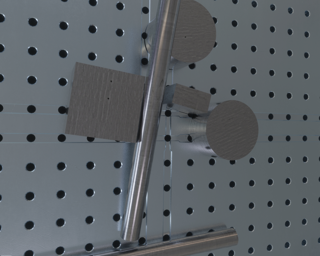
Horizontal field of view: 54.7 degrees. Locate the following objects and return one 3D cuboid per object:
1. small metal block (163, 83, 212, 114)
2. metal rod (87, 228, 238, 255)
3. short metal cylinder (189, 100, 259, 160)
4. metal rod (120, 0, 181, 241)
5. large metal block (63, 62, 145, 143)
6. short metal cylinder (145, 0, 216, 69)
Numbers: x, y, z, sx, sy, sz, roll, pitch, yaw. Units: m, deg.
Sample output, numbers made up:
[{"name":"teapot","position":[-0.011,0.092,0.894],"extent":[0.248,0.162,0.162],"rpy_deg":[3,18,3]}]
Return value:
[{"name":"small metal block","position":[0.032,-0.037,0.411],"extent":[0.050,0.050,0.025],"rpy_deg":[15,85,-20]},{"name":"metal rod","position":[-0.034,0.167,0.400],"extent":[0.303,0.025,0.025],"rpy_deg":[-3,91,-20]},{"name":"short metal cylinder","position":[0.088,0.003,0.432],"extent":[0.081,0.050,0.079],"rpy_deg":[0,90,-20]},{"name":"metal rod","position":[-0.013,-0.005,0.376],"extent":[0.025,0.025,0.298],"rpy_deg":[7,100,-20]},{"name":"large metal block","position":[-0.069,-0.028,0.374],"extent":[0.081,0.050,0.080],"rpy_deg":[9,87,-20]},{"name":"short metal cylinder","position":[0.026,-0.122,0.409],"extent":[0.081,0.050,0.079],"rpy_deg":[0,90,-20]}]
